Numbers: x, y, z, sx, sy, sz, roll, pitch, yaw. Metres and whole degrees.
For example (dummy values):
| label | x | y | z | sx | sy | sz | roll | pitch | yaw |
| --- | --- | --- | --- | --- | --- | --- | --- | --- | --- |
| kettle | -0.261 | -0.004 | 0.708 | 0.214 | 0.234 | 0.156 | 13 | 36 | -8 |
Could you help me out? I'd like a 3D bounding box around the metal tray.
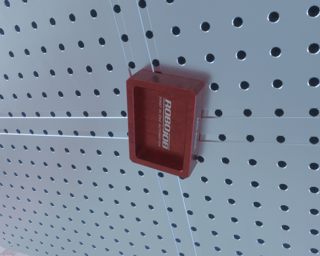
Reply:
| label | x | y | z | sx | sy | sz | roll | pitch | yaw |
| --- | --- | --- | --- | --- | --- | --- | --- | --- | --- |
| metal tray | 0.005 | -0.003 | 0.403 | 0.090 | 0.030 | 0.129 | 14 | 125 | 20 |
